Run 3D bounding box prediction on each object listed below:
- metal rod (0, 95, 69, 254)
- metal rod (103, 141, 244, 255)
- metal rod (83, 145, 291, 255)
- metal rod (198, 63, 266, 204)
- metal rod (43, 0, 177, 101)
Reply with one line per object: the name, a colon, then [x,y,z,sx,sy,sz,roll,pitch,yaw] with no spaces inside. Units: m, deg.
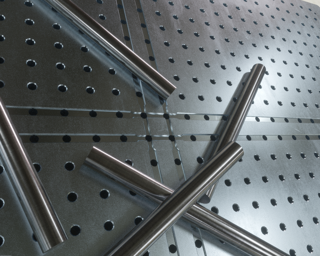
metal rod: [-0.172,-0.014,0.323,0.025,0.025,0.299,-21,73,-36]
metal rod: [-0.010,0.103,0.314,0.302,0.025,0.025,-36,82,-31]
metal rod: [0.048,0.106,0.368,0.301,0.025,0.025,31,52,-9]
metal rod: [0.116,-0.011,0.476,0.025,0.025,0.301,37,51,-3]
metal rod: [-0.100,-0.144,0.441,0.300,0.025,0.025,39,51,-2]
